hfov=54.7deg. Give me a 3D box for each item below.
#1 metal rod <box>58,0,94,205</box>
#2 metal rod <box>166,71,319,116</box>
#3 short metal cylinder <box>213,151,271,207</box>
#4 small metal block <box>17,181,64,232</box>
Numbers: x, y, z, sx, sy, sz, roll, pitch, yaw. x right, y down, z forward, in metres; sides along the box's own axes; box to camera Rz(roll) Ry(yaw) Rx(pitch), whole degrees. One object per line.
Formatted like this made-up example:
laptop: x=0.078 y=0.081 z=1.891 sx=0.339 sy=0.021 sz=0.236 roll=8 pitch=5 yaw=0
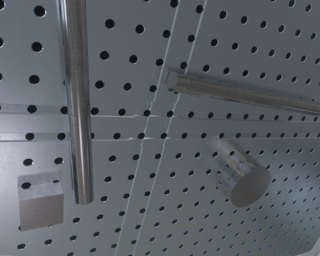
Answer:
metal rod: x=-0.090 y=-0.035 z=0.340 sx=0.025 sy=0.025 sz=0.298 roll=-9 pitch=123 yaw=-24
metal rod: x=0.144 y=-0.045 z=0.461 sx=0.302 sy=0.025 sz=0.025 roll=5 pitch=116 yaw=-31
short metal cylinder: x=0.139 y=0.087 z=0.525 sx=0.081 sy=0.050 sz=0.079 roll=-14 pitch=124 yaw=-21
small metal block: x=-0.150 y=0.098 z=0.390 sx=0.050 sy=0.025 sz=0.050 roll=-5 pitch=121 yaw=-26
